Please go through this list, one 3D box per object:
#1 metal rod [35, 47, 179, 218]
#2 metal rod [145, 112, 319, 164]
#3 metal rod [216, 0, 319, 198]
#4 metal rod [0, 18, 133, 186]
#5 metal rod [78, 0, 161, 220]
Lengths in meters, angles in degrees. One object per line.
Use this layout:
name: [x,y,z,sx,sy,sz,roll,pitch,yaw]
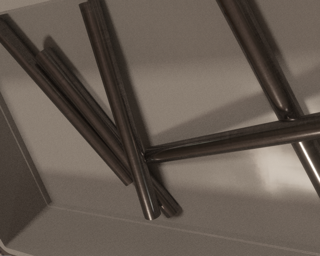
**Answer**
metal rod: [-0.071,0.013,0.451,0.025,0.025,0.300,-30,102,37]
metal rod: [0.096,0.011,0.338,0.299,0.025,0.025,-14,111,42]
metal rod: [0.142,-0.007,0.329,0.025,0.025,0.299,-23,107,36]
metal rod: [-0.138,-0.033,0.458,0.025,0.025,0.300,-33,101,38]
metal rod: [-0.047,-0.010,0.407,0.025,0.025,0.298,-4,111,29]
